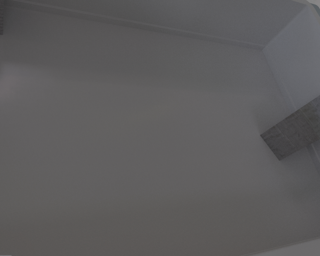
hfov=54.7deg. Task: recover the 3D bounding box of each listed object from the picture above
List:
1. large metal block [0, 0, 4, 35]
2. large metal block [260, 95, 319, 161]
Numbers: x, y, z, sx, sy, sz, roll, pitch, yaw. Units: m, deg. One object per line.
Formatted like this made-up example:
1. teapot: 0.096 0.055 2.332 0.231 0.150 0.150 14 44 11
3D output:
1. large metal block: -0.222 -0.154 0.345 0.081 0.080 0.050 -4 64 -30
2. large metal block: 0.222 0.000 0.490 0.081 0.080 0.050 -25 76 -37
